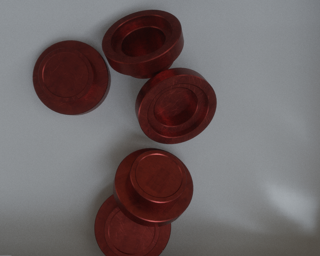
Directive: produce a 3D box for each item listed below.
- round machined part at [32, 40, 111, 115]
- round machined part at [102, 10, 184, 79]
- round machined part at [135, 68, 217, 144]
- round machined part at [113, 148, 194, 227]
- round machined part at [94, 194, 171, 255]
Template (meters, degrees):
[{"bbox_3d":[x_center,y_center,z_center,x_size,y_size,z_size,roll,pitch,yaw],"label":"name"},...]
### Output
[{"bbox_3d":[-0.116,-0.066,0.401,0.099,0.042,0.097,0,90,-1],"label":"round machined part"},{"bbox_3d":[-0.018,-0.100,0.387,0.098,0.042,0.098,-7,54,10],"label":"round machined part"},{"bbox_3d":[0.017,-0.031,0.387,0.099,0.042,0.097,-9,126,-12],"label":"round machined part"},{"bbox_3d":[-0.006,0.066,0.378,0.099,0.042,0.098,8,54,-11],"label":"round machined part"},{"bbox_3d":[-0.035,0.127,0.397,0.099,0.042,0.097,0,83,-2],"label":"round machined part"}]
